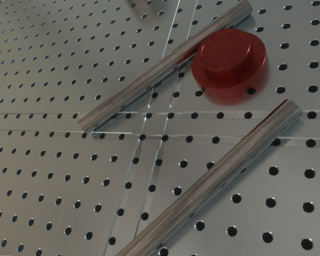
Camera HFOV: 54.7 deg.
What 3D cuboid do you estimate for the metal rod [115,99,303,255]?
[{"bbox_3d":[0.037,0.078,0.339,0.300,0.025,0.025,-42,51,-2],"label":"metal rod"}]

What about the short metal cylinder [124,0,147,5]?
[{"bbox_3d":[-0.046,-0.282,0.587,0.080,0.050,0.080,-13,56,20],"label":"short metal cylinder"}]

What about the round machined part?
[{"bbox_3d":[0.088,-0.091,0.406,0.098,0.042,0.098,-13,56,20],"label":"round machined part"}]

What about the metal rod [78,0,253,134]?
[{"bbox_3d":[0.006,-0.089,0.458,0.300,0.025,0.025,-36,51,3],"label":"metal rod"}]
